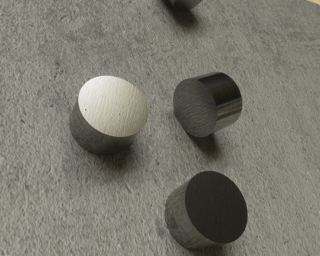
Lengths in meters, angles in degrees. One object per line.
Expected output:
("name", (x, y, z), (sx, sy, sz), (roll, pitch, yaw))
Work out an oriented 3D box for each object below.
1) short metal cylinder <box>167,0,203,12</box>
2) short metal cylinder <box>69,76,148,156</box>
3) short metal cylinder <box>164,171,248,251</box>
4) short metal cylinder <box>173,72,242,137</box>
("short metal cylinder", (0.045, -0.253, 0.546), (0.081, 0.080, 0.050), (-23, 75, -36))
("short metal cylinder", (-0.060, -0.014, 0.364), (0.081, 0.050, 0.080), (14, 56, -21))
("short metal cylinder", (0.052, 0.096, 0.357), (0.081, 0.050, 0.080), (14, 56, -21))
("short metal cylinder", (0.064, -0.033, 0.423), (0.050, 0.080, 0.080), (-21, 73, -36))
